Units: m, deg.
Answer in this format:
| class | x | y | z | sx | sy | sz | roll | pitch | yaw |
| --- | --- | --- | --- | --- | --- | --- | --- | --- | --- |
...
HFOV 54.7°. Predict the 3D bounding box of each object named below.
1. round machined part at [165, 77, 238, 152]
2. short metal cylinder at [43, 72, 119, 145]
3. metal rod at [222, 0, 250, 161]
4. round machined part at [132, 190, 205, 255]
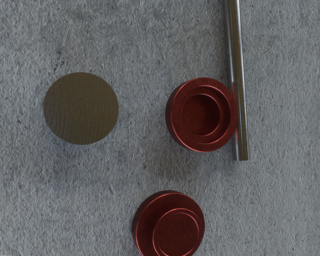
| class | x | y | z | sx | sy | sz | roll | pitch | yaw |
| --- | --- | --- | --- | --- | --- | --- | --- | --- | --- |
| round machined part | 0.052 | -0.017 | 0.421 | 0.099 | 0.042 | 0.097 | 0 | 90 | -21 |
| short metal cylinder | -0.093 | -0.021 | 0.362 | 0.081 | 0.050 | 0.079 | 0 | 90 | -21 |
| metal rod | 0.109 | -0.102 | 0.450 | 0.025 | 0.025 | 0.298 | -5 | 92 | -20 |
| round machined part | 0.016 | 0.135 | 0.407 | 0.099 | 0.042 | 0.097 | 0 | 90 | -21 |
